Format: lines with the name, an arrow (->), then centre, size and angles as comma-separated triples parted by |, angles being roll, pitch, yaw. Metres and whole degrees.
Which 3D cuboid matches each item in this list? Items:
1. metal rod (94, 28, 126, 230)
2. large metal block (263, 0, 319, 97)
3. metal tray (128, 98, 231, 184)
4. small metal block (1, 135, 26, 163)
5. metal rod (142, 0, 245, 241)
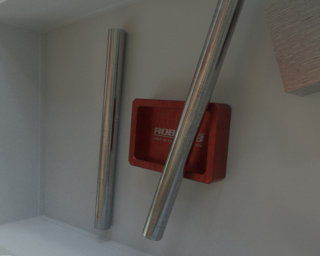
metal rod -> -0.076, 0.004, 0.466 | 0.025, 0.025, 0.298 | 8, 95, 39
large metal block -> 0.147, -0.079, 0.269 | 0.080, 0.050, 0.080 | -18, 79, 38
metal tray -> 0.019, 0.011, 0.385 | 0.130, 0.030, 0.089 | 7, 95, 39
small metal block -> -0.315, 0.045, 0.665 | 0.050, 0.025, 0.050 | -17, 80, 38
metal rod -> 0.034, -0.010, 0.337 | 0.025, 0.025, 0.298 | 28, 107, 36
